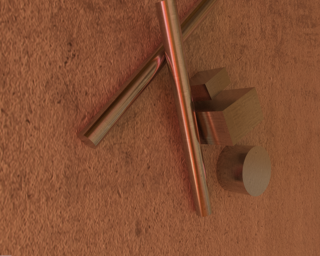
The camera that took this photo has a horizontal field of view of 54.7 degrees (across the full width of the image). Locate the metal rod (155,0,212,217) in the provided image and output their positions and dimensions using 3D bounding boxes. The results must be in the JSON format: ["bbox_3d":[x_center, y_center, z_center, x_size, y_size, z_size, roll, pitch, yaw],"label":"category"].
[{"bbox_3d":[0.036,-0.013,0.416,0.025,0.025,0.298,-27,114,-37],"label":"metal rod"}]

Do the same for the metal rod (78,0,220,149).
[{"bbox_3d":[0.000,-0.093,0.406,0.025,0.025,0.301,52,60,-28],"label":"metal rod"}]

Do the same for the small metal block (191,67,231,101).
[{"bbox_3d":[0.065,-0.062,0.445,0.050,0.050,0.025,-41,116,-32],"label":"small metal block"}]

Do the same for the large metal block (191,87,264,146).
[{"bbox_3d":[0.088,-0.017,0.445,0.081,0.080,0.050,-34,111,-35],"label":"large metal block"}]

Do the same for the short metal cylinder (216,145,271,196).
[{"bbox_3d":[0.138,0.068,0.507,0.081,0.050,0.079,0,90,-40],"label":"short metal cylinder"}]
